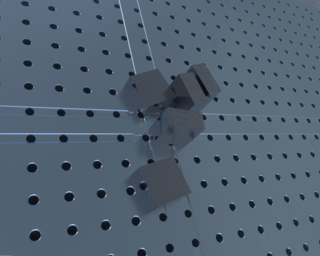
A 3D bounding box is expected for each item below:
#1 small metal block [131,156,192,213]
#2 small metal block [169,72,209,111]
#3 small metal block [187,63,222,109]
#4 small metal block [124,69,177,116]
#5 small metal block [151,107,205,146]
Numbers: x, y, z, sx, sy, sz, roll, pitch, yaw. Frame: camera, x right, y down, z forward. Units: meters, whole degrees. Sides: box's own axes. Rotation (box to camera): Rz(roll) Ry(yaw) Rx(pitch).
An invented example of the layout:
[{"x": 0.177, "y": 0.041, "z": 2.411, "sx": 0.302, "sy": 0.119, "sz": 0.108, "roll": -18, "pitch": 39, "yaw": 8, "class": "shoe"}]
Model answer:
[{"x": 0.002, "y": 0.067, "z": 0.370, "sx": 0.050, "sy": 0.025, "sz": 0.050, "roll": -15, "pitch": 70, "yaw": -34, "class": "small metal block"}, {"x": 0.035, "y": -0.043, "z": 0.439, "sx": 0.025, "sy": 0.050, "sz": 0.050, "roll": -12, "pitch": 68, "yaw": -34, "class": "small metal block"}, {"x": 0.056, "y": -0.060, "z": 0.461, "sx": 0.025, "sy": 0.050, "sz": 0.050, "roll": -16, "pitch": 71, "yaw": -35, "class": "small metal block"}, {"x": -0.014, "y": -0.051, "z": 0.433, "sx": 0.050, "sy": 0.025, "sz": 0.050, "roll": -24, "pitch": 75, "yaw": -37, "class": "small metal block"}, {"x": 0.023, "y": -0.001, "z": 0.406, "sx": 0.050, "sy": 0.050, "sz": 0.025, "roll": 7, "pitch": 59, "yaw": -25, "class": "small metal block"}]
